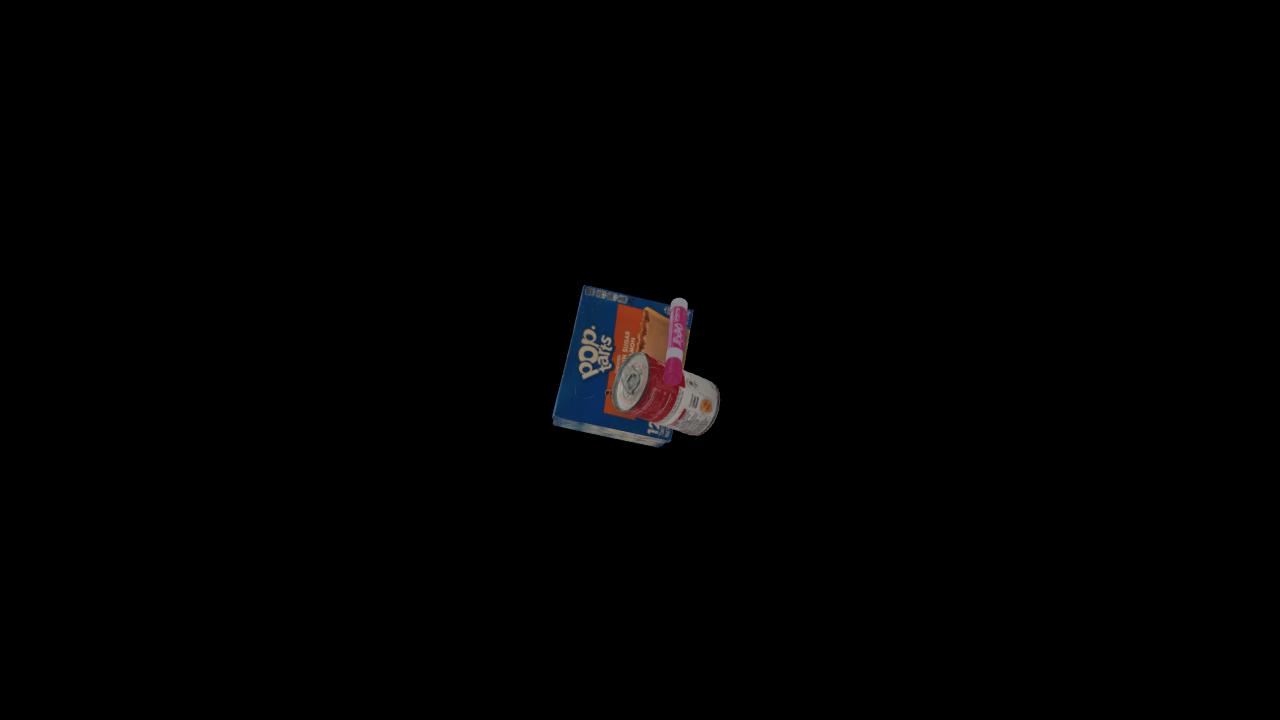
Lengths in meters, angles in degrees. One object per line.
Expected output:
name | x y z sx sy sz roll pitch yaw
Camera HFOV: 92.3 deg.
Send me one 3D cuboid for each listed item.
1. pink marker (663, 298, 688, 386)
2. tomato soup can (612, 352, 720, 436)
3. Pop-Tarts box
pink marker | 0.037 -0.020 0.634 0.020 0.020 0.121 0 44 8
tomato soup can | 0.029 0.039 0.669 0.101 0.068 0.068 22 -11 -29
Pop-Tarts box | -0.021 0.010 0.758 0.141 0.167 0.083 13 -17 -4
